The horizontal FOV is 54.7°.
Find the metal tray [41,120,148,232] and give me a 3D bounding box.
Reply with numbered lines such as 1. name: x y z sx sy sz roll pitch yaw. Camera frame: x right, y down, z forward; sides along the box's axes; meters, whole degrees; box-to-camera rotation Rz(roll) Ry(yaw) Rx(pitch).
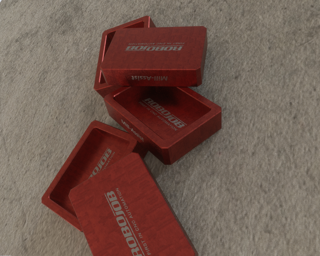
1. metal tray: -0.085 0.060 0.406 0.090 0.030 0.130 20 72 35

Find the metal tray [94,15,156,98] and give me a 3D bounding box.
1. metal tray: -0.053 -0.113 0.495 0.090 0.030 0.130 -12 57 21

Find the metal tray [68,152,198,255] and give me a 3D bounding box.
1. metal tray: -0.031 0.102 0.329 0.090 0.030 0.130 -32 63 -2

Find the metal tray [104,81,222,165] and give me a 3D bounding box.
1. metal tray: 0.001 -0.021 0.391 0.091 0.030 0.130 -33 48 -22

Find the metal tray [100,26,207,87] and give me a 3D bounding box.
1. metal tray: -0.005 -0.099 0.422 0.131 0.030 0.090 3 52 13
